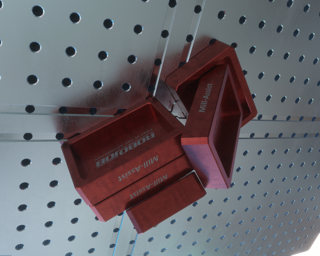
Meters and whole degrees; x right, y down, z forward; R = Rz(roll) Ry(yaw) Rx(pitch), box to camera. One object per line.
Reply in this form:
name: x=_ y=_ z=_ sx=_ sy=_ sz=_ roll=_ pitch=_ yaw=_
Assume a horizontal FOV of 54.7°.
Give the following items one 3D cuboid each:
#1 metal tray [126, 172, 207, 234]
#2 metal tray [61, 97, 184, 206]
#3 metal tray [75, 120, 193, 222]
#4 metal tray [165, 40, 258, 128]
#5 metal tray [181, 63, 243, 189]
metal tray: x=0.000 y=0.092 z=0.410 sx=0.090 sy=0.130 sz=0.030 roll=-28 pitch=87 yaw=-10
metal tray: x=-0.041 y=0.021 z=0.360 sx=0.131 sy=0.090 sz=0.030 roll=-29 pitch=129 yaw=-11
metal tray: x=-0.031 y=0.044 z=0.378 sx=0.131 sy=0.090 sz=0.030 roll=-29 pitch=129 yaw=-11
metal tray: x=0.075 y=-0.041 z=0.424 sx=0.090 sy=0.030 sz=0.130 roll=-38 pitch=130 yaw=-3
metal tray: x=0.069 y=-0.004 z=0.375 sx=0.090 sy=0.030 sz=0.130 roll=61 pitch=37 yaw=-39
